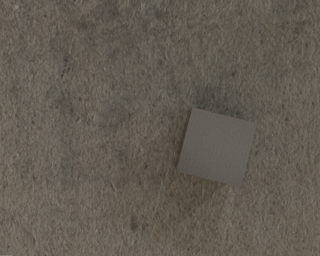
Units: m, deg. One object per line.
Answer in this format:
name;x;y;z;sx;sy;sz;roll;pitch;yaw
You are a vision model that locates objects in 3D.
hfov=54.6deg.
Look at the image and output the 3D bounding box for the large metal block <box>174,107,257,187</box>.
large metal block;0.068;0.023;0.398;0.080;0.050;0.080;14;90;0
